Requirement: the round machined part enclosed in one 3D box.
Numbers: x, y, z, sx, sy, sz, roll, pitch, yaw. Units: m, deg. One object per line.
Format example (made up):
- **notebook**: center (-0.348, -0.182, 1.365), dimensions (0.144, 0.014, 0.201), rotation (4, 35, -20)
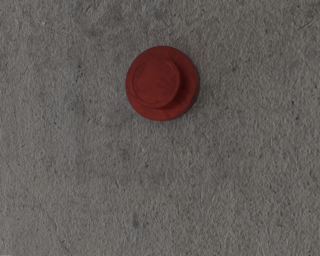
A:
- **round machined part**: center (-0.001, -0.058, 0.401), dimensions (0.098, 0.042, 0.097), rotation (0, 90, 20)
